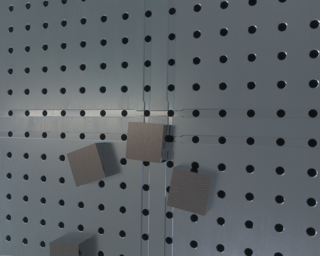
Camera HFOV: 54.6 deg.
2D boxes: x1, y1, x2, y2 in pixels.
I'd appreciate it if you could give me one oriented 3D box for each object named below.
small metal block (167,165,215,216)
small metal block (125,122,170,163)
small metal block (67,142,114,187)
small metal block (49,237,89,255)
[{"bbox_3d":[0.040,0.079,0.399,0.050,0.025,0.050,11,94,19],"label":"small metal block"},{"bbox_3d":[-0.017,0.018,0.419,0.050,0.025,0.050,5,92,20],"label":"small metal block"},{"bbox_3d":[-0.101,0.053,0.449,0.050,0.025,0.050,-20,83,19],"label":"small metal block"},{"bbox_3d":[-0.134,0.193,0.461,0.050,0.025,0.050,-4,89,20],"label":"small metal block"}]
